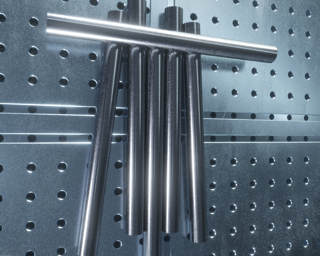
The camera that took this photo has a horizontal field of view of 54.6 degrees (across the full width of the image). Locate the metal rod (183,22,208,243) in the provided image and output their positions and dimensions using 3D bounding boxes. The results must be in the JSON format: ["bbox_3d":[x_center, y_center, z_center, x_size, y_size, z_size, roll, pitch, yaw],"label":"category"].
[{"bbox_3d":[0.048,0.006,0.430,0.025,0.025,0.298,-2,91,-20],"label":"metal rod"}]

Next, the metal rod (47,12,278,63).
[{"bbox_3d":[0.018,-0.110,0.392,0.302,0.025,0.025,2,90,-20],"label":"metal rod"}]

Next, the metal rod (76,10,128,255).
[{"bbox_3d":[-0.071,0.005,0.385,0.025,0.025,0.299,8,87,-20],"label":"metal rod"}]

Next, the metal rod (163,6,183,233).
[{"bbox_3d":[0.016,-0.011,0.420,0.025,0.025,0.298,1,90,-20],"label":"metal rod"}]

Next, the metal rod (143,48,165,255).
[{"bbox_3d":[-0.008,0.041,0.409,0.025,0.025,0.298,1,90,-20],"label":"metal rod"}]

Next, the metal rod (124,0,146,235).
[{"bbox_3d":[-0.032,-0.015,0.401,0.025,0.025,0.298,1,90,-20],"label":"metal rod"}]
